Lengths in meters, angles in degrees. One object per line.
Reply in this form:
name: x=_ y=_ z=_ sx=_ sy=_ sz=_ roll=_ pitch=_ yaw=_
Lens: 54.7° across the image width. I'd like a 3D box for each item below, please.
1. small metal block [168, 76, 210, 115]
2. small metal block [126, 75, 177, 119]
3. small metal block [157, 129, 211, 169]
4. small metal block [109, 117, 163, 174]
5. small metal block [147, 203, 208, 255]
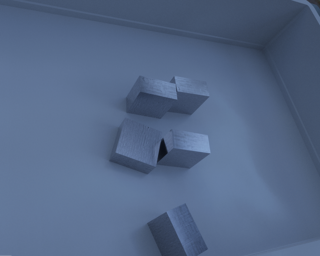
small metal block: x=0.033 y=-0.044 z=0.434 sx=0.050 sy=0.050 sz=0.025 roll=6 pitch=59 yaw=-25
small metal block: x=-0.012 y=-0.039 z=0.407 sx=0.050 sy=0.050 sz=0.025 roll=10 pitch=58 yaw=-23
small metal block: x=0.027 y=0.027 z=0.387 sx=0.050 sy=0.050 sz=0.025 roll=10 pitch=58 yaw=-23
small metal block: x=-0.028 y=0.022 z=0.377 sx=0.050 sy=0.025 sz=0.050 roll=22 pitch=54 yaw=-15
small metal block: x=0.017 y=0.114 z=0.329 sx=0.025 sy=0.050 sz=0.050 roll=-15 pitch=70 yaw=-34
